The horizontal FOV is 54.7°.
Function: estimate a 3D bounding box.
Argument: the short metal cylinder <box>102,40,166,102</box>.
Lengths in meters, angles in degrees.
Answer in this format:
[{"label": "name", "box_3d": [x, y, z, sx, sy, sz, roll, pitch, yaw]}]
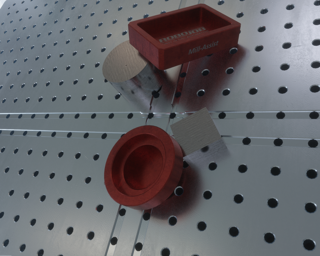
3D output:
[{"label": "short metal cylinder", "box_3d": [-0.039, -0.087, 0.466, 0.080, 0.050, 0.080, -13, 56, 21]}]

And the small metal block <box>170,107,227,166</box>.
[{"label": "small metal block", "box_3d": [0.046, 0.010, 0.378, 0.050, 0.025, 0.050, -28, 52, 10]}]

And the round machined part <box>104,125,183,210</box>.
[{"label": "round machined part", "box_3d": [-0.015, 0.049, 0.370, 0.098, 0.042, 0.098, -16, 57, 27]}]

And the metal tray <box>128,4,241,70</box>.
[{"label": "metal tray", "box_3d": [0.033, -0.131, 0.430, 0.131, 0.030, 0.090, -23, 48, -22]}]
